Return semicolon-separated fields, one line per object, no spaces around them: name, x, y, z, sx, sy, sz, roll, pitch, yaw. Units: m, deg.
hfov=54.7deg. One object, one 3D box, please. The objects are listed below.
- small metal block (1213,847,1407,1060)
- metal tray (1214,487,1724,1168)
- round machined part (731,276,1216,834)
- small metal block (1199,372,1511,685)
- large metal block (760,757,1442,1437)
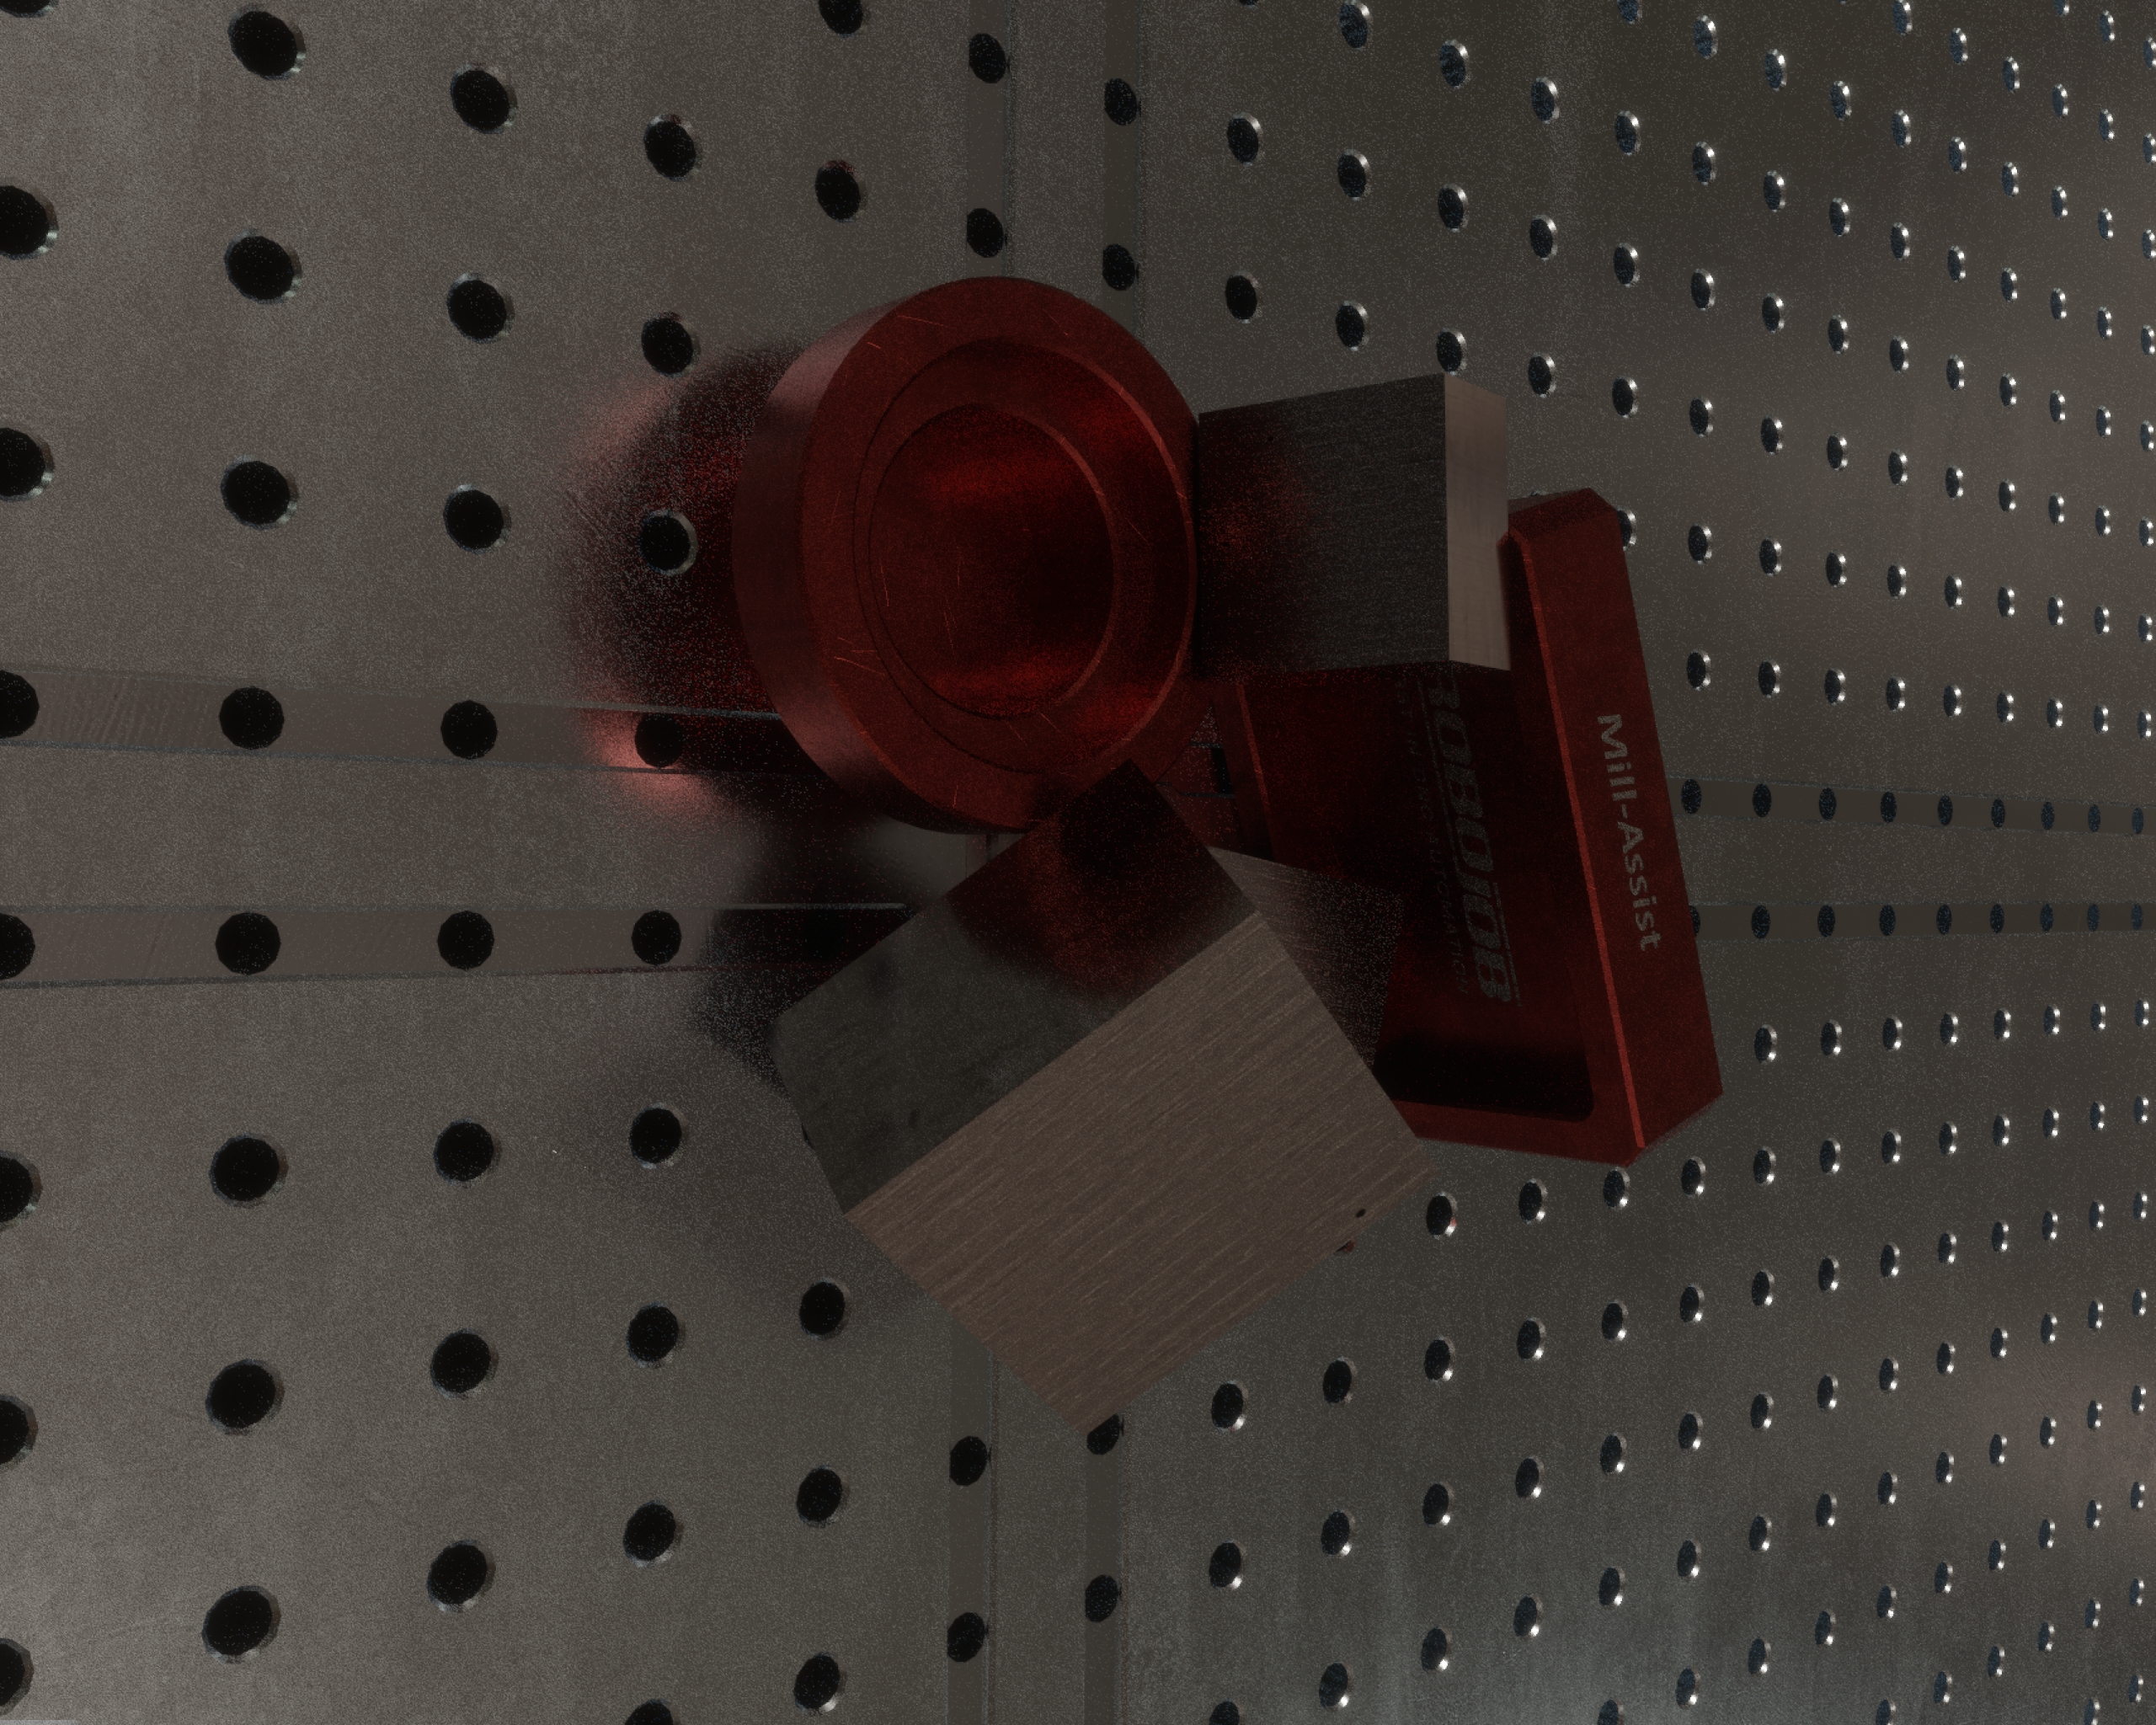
small metal block;0.037;0.026;0.436;0.050;0.025;0.050;14;86;-28
metal tray;0.077;-0.006;0.434;0.030;0.090;0.129;-23;105;-38
round machined part;-0.021;-0.054;0.382;0.099;0.042;0.097;0;90;-40
small metal block;0.051;-0.059;0.384;0.025;0.050;0.050;0;89;-55
large metal block;0.005;0.043;0.370;0.080;0.050;0.080;-37;130;0
